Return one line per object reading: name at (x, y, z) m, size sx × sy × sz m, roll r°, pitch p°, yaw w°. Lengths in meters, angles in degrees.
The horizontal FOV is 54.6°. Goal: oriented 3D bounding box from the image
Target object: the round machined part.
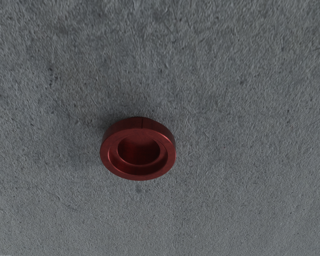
round machined part at (-0.028, 0.023, 0.415) m, size 0.099 × 0.042 × 0.097 m, roll 0°, pitch 130°, yaw 0°
